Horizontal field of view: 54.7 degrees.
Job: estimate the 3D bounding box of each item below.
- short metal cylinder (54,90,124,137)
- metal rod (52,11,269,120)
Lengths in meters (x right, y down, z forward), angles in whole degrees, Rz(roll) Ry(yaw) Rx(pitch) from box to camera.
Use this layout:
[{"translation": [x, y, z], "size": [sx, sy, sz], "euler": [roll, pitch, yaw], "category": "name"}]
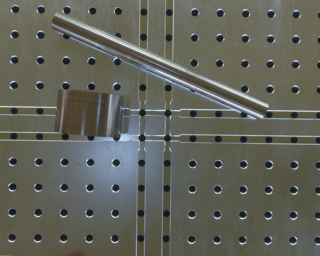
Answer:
[{"translation": [-0.087, -0.017, 0.385], "size": [0.081, 0.080, 0.050], "euler": [5, 90, -1], "category": "short metal cylinder"}, {"translation": [0.001, -0.083, 0.413], "size": [0.301, 0.025, 0.025], "euler": [24, 90, -1], "category": "metal rod"}]
